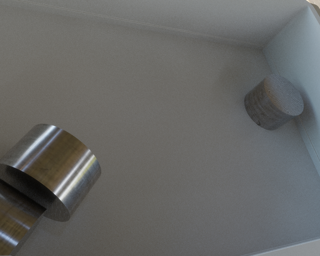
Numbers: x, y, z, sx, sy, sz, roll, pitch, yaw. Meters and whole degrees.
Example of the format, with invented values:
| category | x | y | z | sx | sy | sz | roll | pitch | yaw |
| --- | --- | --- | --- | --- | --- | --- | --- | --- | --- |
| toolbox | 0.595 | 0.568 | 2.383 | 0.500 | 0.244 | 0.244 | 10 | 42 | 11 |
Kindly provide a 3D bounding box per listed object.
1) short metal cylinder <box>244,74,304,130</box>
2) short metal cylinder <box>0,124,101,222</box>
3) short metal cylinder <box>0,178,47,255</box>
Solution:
| category | x | y | z | sx | sy | sz | roll | pitch | yaw |
| --- | --- | --- | --- | --- | --- | --- | --- | --- | --- |
| short metal cylinder | 0.189 | -0.043 | 0.517 | 0.081 | 0.050 | 0.080 | 14 | 56 | -21 |
| short metal cylinder | -0.103 | 0.042 | 0.289 | 0.080 | 0.080 | 0.050 | 36 | 51 | -5 |
| short metal cylinder | -0.136 | 0.085 | 0.245 | 0.050 | 0.080 | 0.080 | 36 | 51 | -5 |
